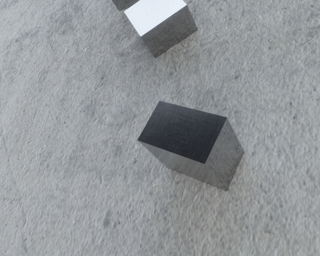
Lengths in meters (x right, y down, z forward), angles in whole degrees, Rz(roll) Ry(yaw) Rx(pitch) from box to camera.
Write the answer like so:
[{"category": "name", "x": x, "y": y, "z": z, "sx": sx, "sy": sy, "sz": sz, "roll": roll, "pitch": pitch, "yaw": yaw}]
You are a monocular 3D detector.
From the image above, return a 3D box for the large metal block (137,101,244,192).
[{"category": "large metal block", "x": 0.036, "y": 0.020, "z": 0.336, "sx": 0.080, "sy": 0.080, "sz": 0.050, "roll": 17, "pitch": 71, "yaw": 34}]

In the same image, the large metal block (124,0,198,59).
[{"category": "large metal block", "x": 0.001, "y": -0.171, "z": 0.491, "sx": 0.080, "sy": 0.050, "sz": 0.080, "roll": -33, "pitch": 52, "yaw": 6}]

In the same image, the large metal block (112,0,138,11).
[{"category": "large metal block", "x": -0.070, "y": -0.283, "z": 0.576, "sx": 0.050, "sy": 0.080, "sz": 0.080, "roll": -9, "pitch": 58, "yaw": 23}]
